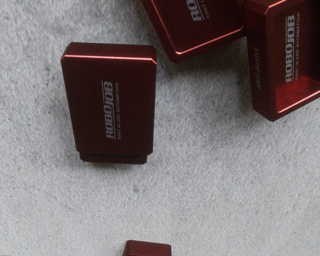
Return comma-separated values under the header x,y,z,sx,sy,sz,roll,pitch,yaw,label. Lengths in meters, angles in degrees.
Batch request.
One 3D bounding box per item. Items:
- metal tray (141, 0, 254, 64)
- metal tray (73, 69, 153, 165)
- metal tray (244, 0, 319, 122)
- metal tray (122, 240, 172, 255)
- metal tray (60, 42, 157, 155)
x,y,z,sx,sy,sz,roll,pitch,yaw,label
0.027,-0.134,0.289,0.090,0.030,0.130,-19,128,15,metal tray
-0.058,-0.010,0.394,0.091,0.030,0.129,3,130,-4,metal tray
0.137,-0.079,0.316,0.090,0.030,0.129,-27,130,-9,metal tray
-0.035,0.284,0.645,0.091,0.030,0.129,10,130,-9,metal tray
-0.051,-0.026,0.341,0.091,0.030,0.129,2,130,-2,metal tray
